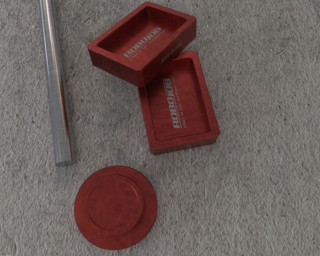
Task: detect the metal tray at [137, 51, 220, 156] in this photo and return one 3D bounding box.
[{"bbox_3d":[0.019,-0.036,0.418,0.091,0.030,0.130,-11,70,-4],"label":"metal tray"}]

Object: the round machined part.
[{"bbox_3d":[-0.052,0.092,0.365,0.099,0.042,0.098,0,70,0],"label":"round machined part"}]

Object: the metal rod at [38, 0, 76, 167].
[{"bbox_3d":[-0.151,-0.092,0.440,0.025,0.025,0.299,-11,70,-4],"label":"metal rod"}]

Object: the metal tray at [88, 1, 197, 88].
[{"bbox_3d":[-0.021,-0.119,0.423,0.090,0.030,0.130,28,59,24],"label":"metal tray"}]
